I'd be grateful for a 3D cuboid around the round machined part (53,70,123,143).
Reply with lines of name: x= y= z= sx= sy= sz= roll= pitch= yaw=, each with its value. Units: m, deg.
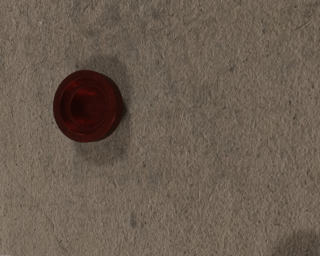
round machined part: x=-0.095 y=-0.029 z=0.432 sx=0.098 sy=0.042 sz=0.097 roll=0 pitch=90 yaw=19
